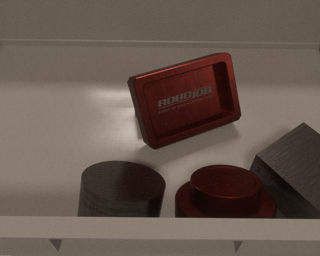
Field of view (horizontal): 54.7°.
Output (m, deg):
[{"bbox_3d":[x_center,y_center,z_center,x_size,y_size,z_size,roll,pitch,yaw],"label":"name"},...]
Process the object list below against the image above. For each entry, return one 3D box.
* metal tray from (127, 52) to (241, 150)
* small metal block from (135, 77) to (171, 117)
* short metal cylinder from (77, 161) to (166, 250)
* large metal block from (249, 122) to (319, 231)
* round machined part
[{"bbox_3d":[0.034,-0.037,0.393,0.131,0.089,0.030,-19,17,-16],"label":"metal tray"},{"bbox_3d":[-0.011,-0.043,0.425,0.050,0.050,0.025,-6,50,-5],"label":"small metal block"},{"bbox_3d":[-0.038,0.072,0.305,0.081,0.050,0.080,9,18,-3],"label":"short metal cylinder"},{"bbox_3d":[0.160,0.052,0.348,0.081,0.050,0.080,-29,56,-22],"label":"large metal block"},{"bbox_3d":[0.064,0.069,0.308,0.099,0.042,0.098,-1,18,0],"label":"round machined part"}]
